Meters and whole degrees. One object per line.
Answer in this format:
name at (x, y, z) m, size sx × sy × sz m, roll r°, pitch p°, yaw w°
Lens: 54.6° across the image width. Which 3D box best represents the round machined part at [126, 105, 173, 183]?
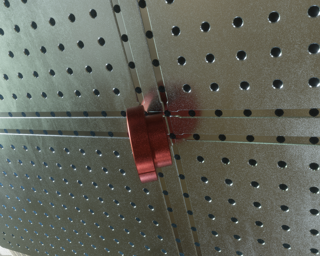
round machined part at (-0.011, 0.018, 0.394) m, size 0.042 × 0.098 × 0.097 m, roll -12°, pitch 117°, yaw -1°
